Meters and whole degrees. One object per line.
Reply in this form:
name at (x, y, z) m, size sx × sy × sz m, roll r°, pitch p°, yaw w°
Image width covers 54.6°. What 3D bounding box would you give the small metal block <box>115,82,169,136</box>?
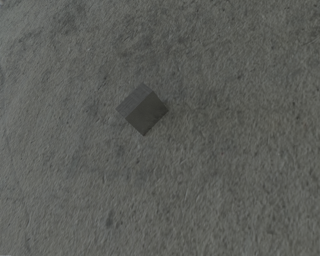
small metal block at (-0.023, -0.024, 0.416) m, size 0.050 × 0.050 × 0.025 m, roll -45°, pitch 51°, yaw -3°
